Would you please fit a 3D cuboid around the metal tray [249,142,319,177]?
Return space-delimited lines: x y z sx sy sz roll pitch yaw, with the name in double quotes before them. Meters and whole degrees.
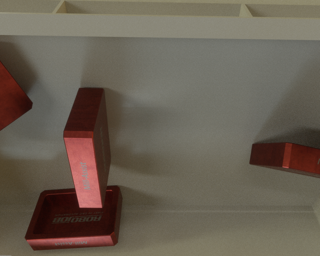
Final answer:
"metal tray" 0.200 0.047 0.413 0.131 0.030 0.090 12 174 -11

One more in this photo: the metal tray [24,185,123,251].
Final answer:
"metal tray" -0.129 0.138 0.481 0.131 0.090 0.030 -4 130 3

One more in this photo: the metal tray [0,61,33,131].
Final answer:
"metal tray" -0.219 -0.022 0.331 0.131 0.030 0.090 -42 131 -21

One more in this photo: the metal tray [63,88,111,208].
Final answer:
"metal tray" -0.086 0.026 0.387 0.030 0.090 0.129 1 130 -2
